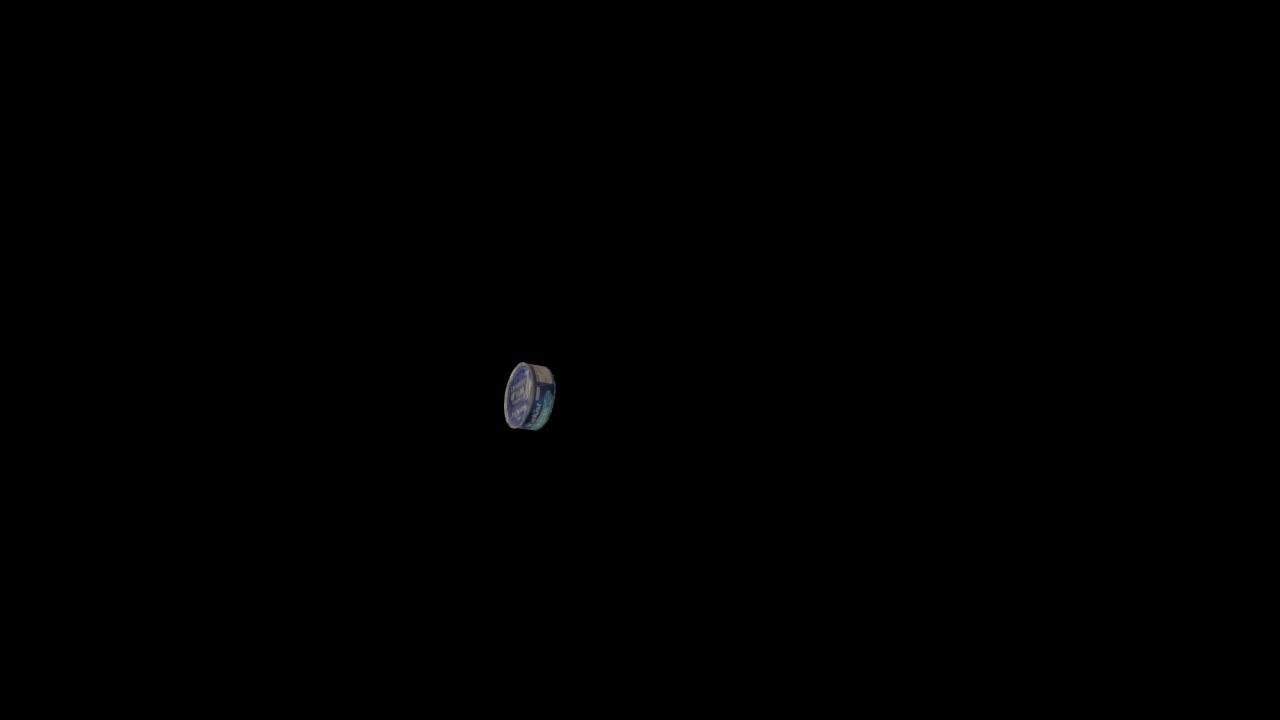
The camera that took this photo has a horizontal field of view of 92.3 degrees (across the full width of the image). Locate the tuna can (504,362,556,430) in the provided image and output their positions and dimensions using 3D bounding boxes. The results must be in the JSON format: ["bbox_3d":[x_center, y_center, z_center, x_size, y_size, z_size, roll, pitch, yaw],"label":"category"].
[{"bbox_3d":[-0.140,0.047,0.777,0.034,0.084,0.084,12,-7,-33],"label":"tuna can"}]
